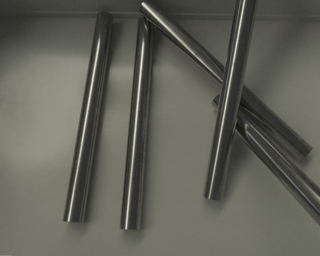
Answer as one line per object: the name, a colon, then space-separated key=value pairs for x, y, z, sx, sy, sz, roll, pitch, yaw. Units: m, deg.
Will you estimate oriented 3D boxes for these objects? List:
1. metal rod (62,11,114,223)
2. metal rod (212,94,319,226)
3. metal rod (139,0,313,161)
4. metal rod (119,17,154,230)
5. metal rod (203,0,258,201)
metal rod: x=-0.093 y=-0.028 z=0.418 sx=0.025 sy=0.025 sz=0.299 roll=4 pitch=70 yaw=1
metal rod: x=0.140 y=0.054 z=0.322 sx=0.025 sy=0.025 sz=0.300 roll=-24 pitch=45 yaw=-9
metal rod: x=0.083 y=-0.072 z=0.423 sx=0.025 sy=0.025 sz=0.300 roll=-42 pitch=81 yaw=-14
metal rod: x=-0.028 y=-0.020 z=0.416 sx=0.025 sy=0.025 sz=0.299 roll=3 pitch=70 yaw=1
metal rod: x=0.089 y=-0.062 z=0.373 sx=0.025 sy=0.025 sz=0.298 roll=9 pitch=93 yaw=3
